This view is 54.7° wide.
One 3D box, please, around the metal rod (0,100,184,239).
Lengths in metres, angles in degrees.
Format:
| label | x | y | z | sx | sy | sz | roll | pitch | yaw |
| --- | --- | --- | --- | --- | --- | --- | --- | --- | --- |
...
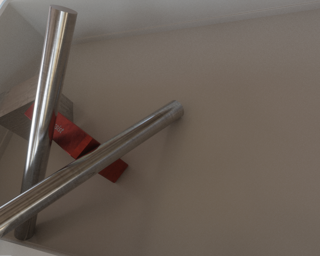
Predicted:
| label | x | y | z | sx | sy | sz | roll | pitch | yaw |
| --- | --- | --- | --- | --- | --- | --- | --- | --- | --- |
| metal rod | -0.083 | 0.045 | 0.331 | 0.025 | 0.025 | 0.302 | 28 | 48 | 37 |

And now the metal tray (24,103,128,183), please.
| label | x | y | z | sx | sy | sz | roll | pitch | yaw |
| --- | --- | --- | --- | --- | --- | --- | --- | --- | --- |
| metal tray | -0.111 | 0.015 | 0.411 | 0.130 | 0.090 | 0.030 | 31 | 79 | 37 |

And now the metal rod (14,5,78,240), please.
| label | x | y | z | sx | sy | sz | roll | pitch | yaw |
| --- | --- | --- | --- | --- | --- | --- | --- | --- | --- |
| metal rod | -0.136 | 0.015 | 0.353 | 0.025 | 0.025 | 0.298 | 42 | 123 | 38 |

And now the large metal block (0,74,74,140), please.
| label | x | y | z | sx | sy | sz | roll | pitch | yaw |
| --- | --- | --- | --- | --- | --- | --- | --- | --- | --- |
| large metal block | -0.195 | -0.027 | 0.487 | 0.080 | 0.080 | 0.050 | -23 | 54 | 14 |
